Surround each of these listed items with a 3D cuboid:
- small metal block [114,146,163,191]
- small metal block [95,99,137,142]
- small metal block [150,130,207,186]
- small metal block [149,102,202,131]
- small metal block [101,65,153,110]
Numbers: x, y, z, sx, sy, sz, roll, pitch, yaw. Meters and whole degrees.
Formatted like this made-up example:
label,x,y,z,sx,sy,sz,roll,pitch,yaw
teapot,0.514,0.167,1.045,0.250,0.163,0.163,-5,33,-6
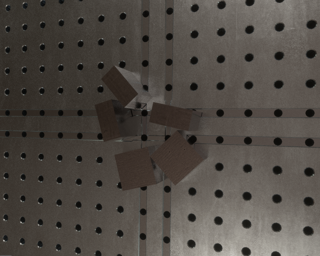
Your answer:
label,x,y,z,sx,sy,sz,roll,pitch,yaw
small metal block,-0.029,0.054,0.422,0.050,0.025,0.050,-15,85,19
small metal block,-0.058,-0.009,0.419,0.025,0.050,0.050,-16,85,19
small metal block,0.025,0.038,0.403,0.050,0.025,0.050,-45,77,14
small metal block,0.021,-0.014,0.391,0.050,0.050,0.025,13,95,19
small metal block,-0.043,-0.053,0.413,0.025,0.050,0.050,-43,77,15
